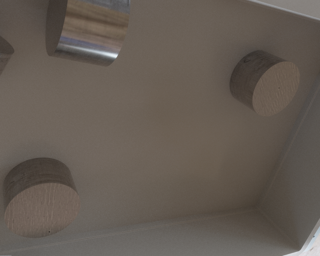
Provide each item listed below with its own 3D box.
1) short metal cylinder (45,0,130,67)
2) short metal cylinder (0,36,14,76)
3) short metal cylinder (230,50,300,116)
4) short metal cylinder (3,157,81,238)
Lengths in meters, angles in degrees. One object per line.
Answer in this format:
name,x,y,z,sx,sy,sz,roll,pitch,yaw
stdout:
short metal cylinder,-0.067,-0.099,0.276,0.050,0.080,0.079,5,116,-31
short metal cylinder,-0.167,-0.061,0.244,0.080,0.080,0.050,27,103,-38
short metal cylinder,0.147,-0.063,0.436,0.081,0.050,0.079,-14,125,-21
short metal cylinder,-0.141,0.082,0.367,0.081,0.050,0.079,-14,125,-21
